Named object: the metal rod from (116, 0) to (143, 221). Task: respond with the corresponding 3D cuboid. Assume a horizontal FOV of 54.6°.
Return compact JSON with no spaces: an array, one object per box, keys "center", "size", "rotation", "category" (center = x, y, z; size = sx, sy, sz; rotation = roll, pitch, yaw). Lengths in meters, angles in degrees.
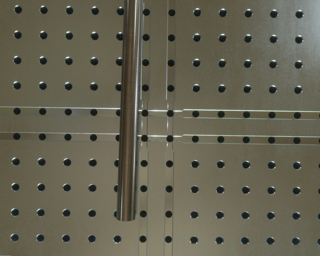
[{"center":[-0.040,-0.029,0.413],"size":[0.025,0.025,0.298],"rotation":[2,90,0],"category":"metal rod"}]
